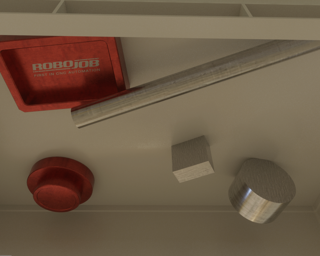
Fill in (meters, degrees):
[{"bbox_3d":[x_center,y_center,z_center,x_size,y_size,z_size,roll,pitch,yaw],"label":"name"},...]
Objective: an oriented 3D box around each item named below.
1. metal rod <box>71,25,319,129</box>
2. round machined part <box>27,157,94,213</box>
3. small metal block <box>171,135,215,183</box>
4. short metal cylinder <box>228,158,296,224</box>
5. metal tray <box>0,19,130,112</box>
[{"bbox_3d":[0.049,-0.057,0.336,0.301,0.025,0.025,-18,129,4],"label":"metal rod"},{"bbox_3d":[-0.154,0.093,0.475,0.099,0.042,0.097,-1,130,0],"label":"round machined part"},{"bbox_3d":[0.045,0.043,0.430,0.050,0.050,0.025,-19,128,15],"label":"small metal block"},{"bbox_3d":[0.148,0.091,0.453,0.081,0.080,0.050,10,129,-9],"label":"short metal cylinder"},{"bbox_3d":[-0.106,-0.066,0.347,0.131,0.030,0.089,-5,130,3],"label":"metal tray"}]
